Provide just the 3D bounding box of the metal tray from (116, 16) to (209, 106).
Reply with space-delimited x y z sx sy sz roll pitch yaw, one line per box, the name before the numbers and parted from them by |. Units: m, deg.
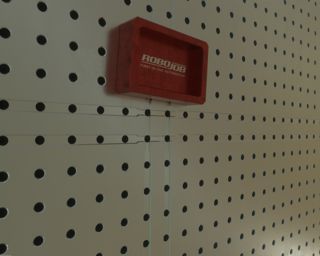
metal tray | 0.008 -0.082 0.411 0.131 0.030 0.090 5 87 -40
